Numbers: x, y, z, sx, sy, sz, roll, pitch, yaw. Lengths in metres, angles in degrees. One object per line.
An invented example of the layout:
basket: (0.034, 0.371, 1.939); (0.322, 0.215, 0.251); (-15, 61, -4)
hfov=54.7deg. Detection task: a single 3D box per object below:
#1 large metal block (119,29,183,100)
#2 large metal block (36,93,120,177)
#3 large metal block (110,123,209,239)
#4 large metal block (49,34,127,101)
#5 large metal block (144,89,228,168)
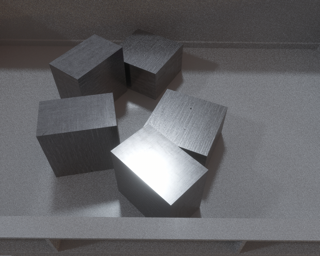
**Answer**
large metal block: (-0.020, -0.099, 0.472); (0.080, 0.050, 0.080); (24, 54, 19)
large metal block: (-0.089, 0.010, 0.360); (0.081, 0.080, 0.050); (-8, 51, -7)
large metal block: (-0.002, 0.056, 0.322); (0.080, 0.080, 0.050); (37, 59, 27)
large metal block: (-0.094, -0.068, 0.425); (0.050, 0.080, 0.080); (30, 56, 22)
large metal block: (0.030, 0.006, 0.384); (0.080, 0.050, 0.080); (19, 52, 15)
